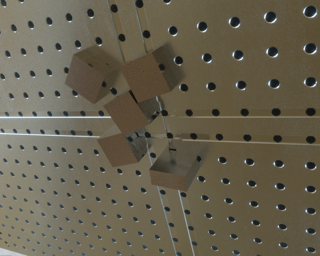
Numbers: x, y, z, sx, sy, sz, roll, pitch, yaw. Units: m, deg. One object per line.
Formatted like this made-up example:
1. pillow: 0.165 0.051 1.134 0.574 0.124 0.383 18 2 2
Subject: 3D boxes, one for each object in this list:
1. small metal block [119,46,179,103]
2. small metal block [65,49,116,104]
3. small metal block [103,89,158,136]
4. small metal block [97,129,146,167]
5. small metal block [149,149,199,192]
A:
1. small metal block: -0.013 -0.064 0.377 0.050 0.025 0.050 -15 111 34
2. small metal block: -0.095 -0.069 0.417 0.050 0.025 0.050 35 129 4
3. small metal block: -0.039 -0.024 0.416 0.050 0.025 0.050 -24 106 36
4. small metal block: -0.057 0.027 0.456 0.050 0.025 0.050 -14 111 33
5. small metal block: 0.020 0.056 0.418 0.050 0.050 0.025 7 121 24
